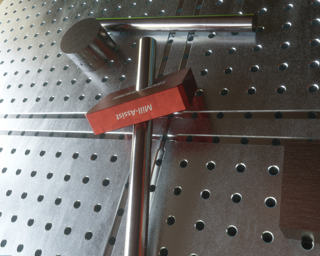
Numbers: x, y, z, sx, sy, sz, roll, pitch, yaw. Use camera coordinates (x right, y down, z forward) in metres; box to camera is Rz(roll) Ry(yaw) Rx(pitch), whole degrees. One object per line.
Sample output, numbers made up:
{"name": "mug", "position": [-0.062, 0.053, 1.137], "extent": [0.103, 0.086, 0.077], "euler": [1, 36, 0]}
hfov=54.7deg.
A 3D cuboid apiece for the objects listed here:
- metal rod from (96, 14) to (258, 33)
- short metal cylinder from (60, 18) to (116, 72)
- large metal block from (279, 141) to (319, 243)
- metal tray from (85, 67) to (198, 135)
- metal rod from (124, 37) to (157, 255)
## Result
{"name": "metal rod", "position": [0.006, -0.170, 0.507], "extent": [0.300, 0.025, 0.025], "euler": [11, 68, 32]}
{"name": "short metal cylinder", "position": [-0.126, -0.146, 0.546], "extent": [0.080, 0.050, 0.080], "euler": [-13, 56, 20]}
{"name": "large metal block", "position": [0.154, 0.059, 0.275], "extent": [0.080, 0.050, 0.080], "euler": [0, 62, 28]}
{"name": "metal tray", "position": [-0.021, -0.036, 0.406], "extent": [0.130, 0.030, 0.090], "euler": [-15, 19, 19]}
{"name": "metal rod", "position": [-0.022, 0.016, 0.384], "extent": [0.025, 0.025, 0.299], "euler": [-8, 65, 23]}
